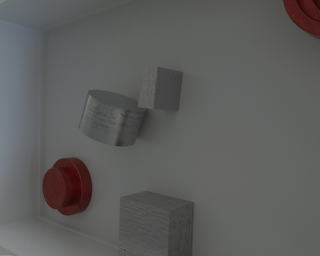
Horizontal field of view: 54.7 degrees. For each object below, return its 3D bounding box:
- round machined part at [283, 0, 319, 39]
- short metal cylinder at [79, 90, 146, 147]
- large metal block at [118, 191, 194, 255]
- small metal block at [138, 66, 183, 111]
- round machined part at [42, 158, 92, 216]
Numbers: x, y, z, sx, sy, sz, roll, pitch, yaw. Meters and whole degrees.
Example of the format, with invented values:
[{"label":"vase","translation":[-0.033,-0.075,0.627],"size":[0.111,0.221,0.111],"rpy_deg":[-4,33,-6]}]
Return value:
[{"label":"round machined part","translation":[0.161,-0.122,0.263],"size":[0.098,0.042,0.097],"rpy_deg":[0,90,40]},{"label":"short metal cylinder","translation":[-0.064,-0.015,0.422],"size":[0.080,0.081,0.050],"rpy_deg":[30,109,35]},{"label":"large metal block","translation":[-0.006,0.130,0.393],"size":[0.080,0.050,0.079],"rpy_deg":[4,92,39]},{"label":"small metal block","translation":[0.001,-0.049,0.388],"size":[0.025,0.050,0.050],"rpy_deg":[10,97,39]},{"label":"round machined part","translation":[-0.163,0.100,0.527],"size":[0.098,0.042,0.097],"rpy_deg":[0,90,39]}]
